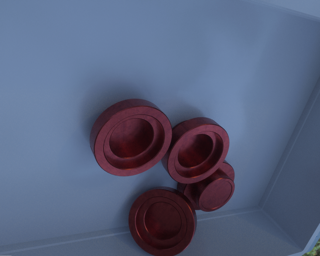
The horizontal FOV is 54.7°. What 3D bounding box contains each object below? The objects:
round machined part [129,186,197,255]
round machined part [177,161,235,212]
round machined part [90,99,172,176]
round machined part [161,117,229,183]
[{"bbox_3d":[0.007,0.135,0.462,0.098,0.098,0.042,-53,168,9],"label":"round machined part"},{"bbox_3d":[0.081,0.096,0.501,0.099,0.042,0.097,-14,124,-21],"label":"round machined part"},{"bbox_3d":[-0.038,0.008,0.382,0.099,0.042,0.097,-14,124,-21],"label":"round machined part"},{"bbox_3d":[0.045,0.027,0.439,0.099,0.042,0.097,-14,124,-21],"label":"round machined part"}]
